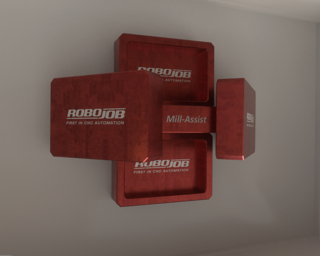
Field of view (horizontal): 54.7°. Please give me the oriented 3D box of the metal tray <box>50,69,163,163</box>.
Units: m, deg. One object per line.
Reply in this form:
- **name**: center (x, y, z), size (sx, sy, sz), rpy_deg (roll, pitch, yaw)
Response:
- **metal tray**: center (-0.062, -0.012, 0.337), size (0.030, 0.130, 0.089), rpy_deg (1, 89, -62)

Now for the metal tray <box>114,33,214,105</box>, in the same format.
- **metal tray**: center (0.007, -0.070, 0.408), size (0.131, 0.030, 0.089), rpy_deg (0, 91, -21)

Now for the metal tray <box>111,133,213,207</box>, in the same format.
- **metal tray**: center (0.004, 0.050, 0.406), size (0.131, 0.030, 0.089), rpy_deg (0, 90, -21)

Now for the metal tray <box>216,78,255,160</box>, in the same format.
- **metal tray**: center (0.100, -0.009, 0.397), size (0.030, 0.130, 0.089), rpy_deg (1, 90, 22)

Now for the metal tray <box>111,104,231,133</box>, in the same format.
- **metal tray**: center (0.013, -0.010, 0.379), size (0.131, 0.090, 0.030), rpy_deg (0, 90, -21)
